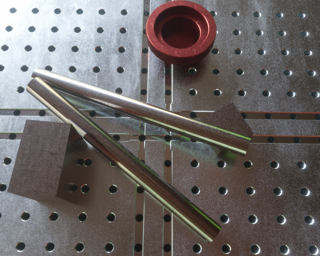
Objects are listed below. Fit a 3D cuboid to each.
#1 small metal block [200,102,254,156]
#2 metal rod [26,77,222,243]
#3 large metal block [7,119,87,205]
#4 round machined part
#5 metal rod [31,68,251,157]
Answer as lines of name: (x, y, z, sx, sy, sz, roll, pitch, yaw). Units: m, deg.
small metal block: (0.087, 0.002, 0.412, 0.050, 0.025, 0.050, -27, 72, -10)
metal rod: (-0.051, 0.034, 0.389, 0.300, 0.025, 0.025, 38, 74, 9)
large metal block: (-0.127, 0.043, 0.365, 0.050, 0.080, 0.080, 5, 70, 2)
round machined part: (0.030, -0.133, 0.452, 0.099, 0.042, 0.098, 0, 70, -1)
metal rod: (-0.034, -0.025, 0.405, 0.301, 0.025, 0.025, 19, 71, 12)
